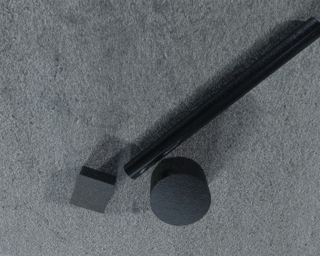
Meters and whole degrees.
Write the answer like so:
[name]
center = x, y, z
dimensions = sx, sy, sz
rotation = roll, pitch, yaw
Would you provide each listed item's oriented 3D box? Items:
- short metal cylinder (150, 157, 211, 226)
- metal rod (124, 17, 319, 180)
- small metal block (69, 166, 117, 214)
[short metal cylinder]
center = 0.027, 0.087, 0.429
dimensions = 0.081, 0.050, 0.079
rotation = 0, 110, 0
[metal rod]
center = 0.072, -0.030, 0.399
dimensions = 0.300, 0.025, 0.025
rotation = -39, 106, 13
[small metal block]
center = -0.095, 0.088, 0.441
dimensions = 0.050, 0.025, 0.050
rotation = 20, 109, -7
